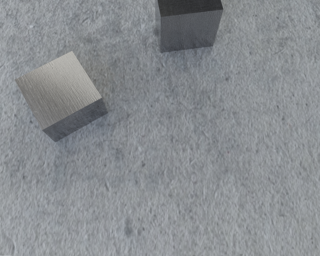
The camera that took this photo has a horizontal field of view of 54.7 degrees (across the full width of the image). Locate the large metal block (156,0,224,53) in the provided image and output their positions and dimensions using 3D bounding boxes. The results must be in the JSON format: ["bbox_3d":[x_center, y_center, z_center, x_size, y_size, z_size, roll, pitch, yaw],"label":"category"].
[{"bbox_3d":[0.037,-0.154,0.436,0.081,0.080,0.050,-8,71,-3],"label":"large metal block"}]

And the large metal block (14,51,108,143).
[{"bbox_3d":[-0.127,-0.041,0.408,0.080,0.050,0.080,-31,73,-11],"label":"large metal block"}]
